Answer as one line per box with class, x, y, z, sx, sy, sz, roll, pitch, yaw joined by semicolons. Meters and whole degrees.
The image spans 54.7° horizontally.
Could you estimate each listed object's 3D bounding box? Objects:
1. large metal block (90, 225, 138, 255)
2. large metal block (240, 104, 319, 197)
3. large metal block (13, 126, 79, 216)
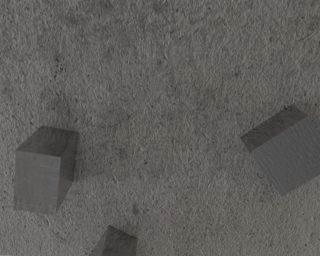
large metal block;-0.077;0.208;0.456;0.050;0.080;0.080;29;108;-10
large metal block;0.167;0.029;0.409;0.080;0.050;0.080;-35;107;12
large metal block;-0.144;0.052;0.398;0.050;0.080;0.079;10;110;-4
